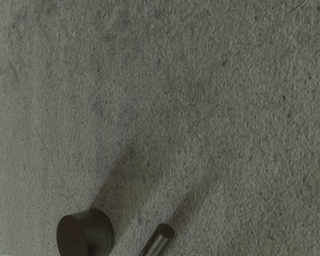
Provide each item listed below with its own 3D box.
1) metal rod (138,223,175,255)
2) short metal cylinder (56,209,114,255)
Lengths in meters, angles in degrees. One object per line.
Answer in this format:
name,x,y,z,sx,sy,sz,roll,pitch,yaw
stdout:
metal rod,-0.059,0.253,0.453,0.025,0.025,0.298,43,116,31
short metal cylinder,-0.118,0.172,0.486,0.080,0.050,0.079,0,90,40
